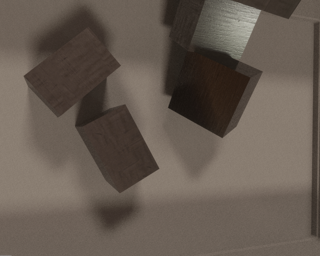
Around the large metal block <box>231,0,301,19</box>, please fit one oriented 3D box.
[{"bbox_3d":[0.089,-0.156,0.299,0.081,0.080,0.050,6,132,-25],"label":"large metal block"}]

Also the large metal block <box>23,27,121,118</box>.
[{"bbox_3d":[-0.099,-0.058,0.345,0.080,0.080,0.050,-44,104,-15],"label":"large metal block"}]

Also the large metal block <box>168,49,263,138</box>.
[{"bbox_3d":[0.067,-0.047,0.385,0.050,0.080,0.079,-28,143,-53],"label":"large metal block"}]

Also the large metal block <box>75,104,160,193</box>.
[{"bbox_3d":[-0.053,0.021,0.362,0.050,0.080,0.080,-30,100,-18],"label":"large metal block"}]

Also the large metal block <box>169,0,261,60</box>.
[{"bbox_3d":[0.068,-0.134,0.373,0.081,0.050,0.079,1,123,-30],"label":"large metal block"}]
